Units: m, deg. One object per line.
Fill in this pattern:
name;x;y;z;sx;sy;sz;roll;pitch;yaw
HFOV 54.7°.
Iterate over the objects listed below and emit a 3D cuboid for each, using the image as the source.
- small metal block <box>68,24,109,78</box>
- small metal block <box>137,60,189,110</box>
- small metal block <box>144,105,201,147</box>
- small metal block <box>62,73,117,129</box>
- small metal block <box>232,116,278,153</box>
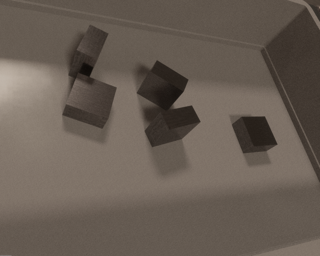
small metal block;-0.092;-0.095;0.399;0.025;0.050;0.050;24;53;-15
small metal block;0.003;-0.057;0.428;0.050;0.050;0.025;30;52;-10
small metal block;0.016;-0.002;0.401;0.050;0.050;0.025;-13;69;-34
small metal block;-0.086;-0.033;0.381;0.050;0.025;0.050;20;54;-17
small metal block;0.147;0.010;0.481;0.050;0.025;0.050;-2;63;-30
